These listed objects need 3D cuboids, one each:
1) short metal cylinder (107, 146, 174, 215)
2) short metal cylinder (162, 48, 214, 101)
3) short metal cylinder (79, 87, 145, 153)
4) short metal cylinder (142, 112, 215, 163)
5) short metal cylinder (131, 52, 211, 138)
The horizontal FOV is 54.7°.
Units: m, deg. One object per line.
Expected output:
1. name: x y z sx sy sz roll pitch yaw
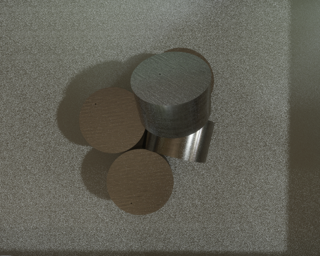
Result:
1. short metal cylinder: -0.024 0.065 0.397 0.081 0.050 0.079 0 90 -1
2. short metal cylinder: 0.025 -0.057 0.398 0.081 0.050 0.079 0 90 -1
3. short metal cylinder: -0.057 -0.010 0.396 0.081 0.050 0.079 0 90 -1
4. short metal cylinder: 0.023 0.009 0.383 0.080 0.080 0.050 13 90 -1
5. short metal cylinder: 0.013 -0.036 0.327 0.080 0.050 0.080 -4 50 5
